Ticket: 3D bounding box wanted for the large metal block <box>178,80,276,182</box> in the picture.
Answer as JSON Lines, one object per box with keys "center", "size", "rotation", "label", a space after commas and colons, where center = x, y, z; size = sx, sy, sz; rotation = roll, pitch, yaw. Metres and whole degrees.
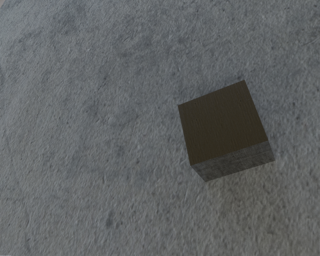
{"center": [0.072, 0.004, 0.348], "size": [0.080, 0.050, 0.080], "rotation": [-20, 54, 16], "label": "large metal block"}
